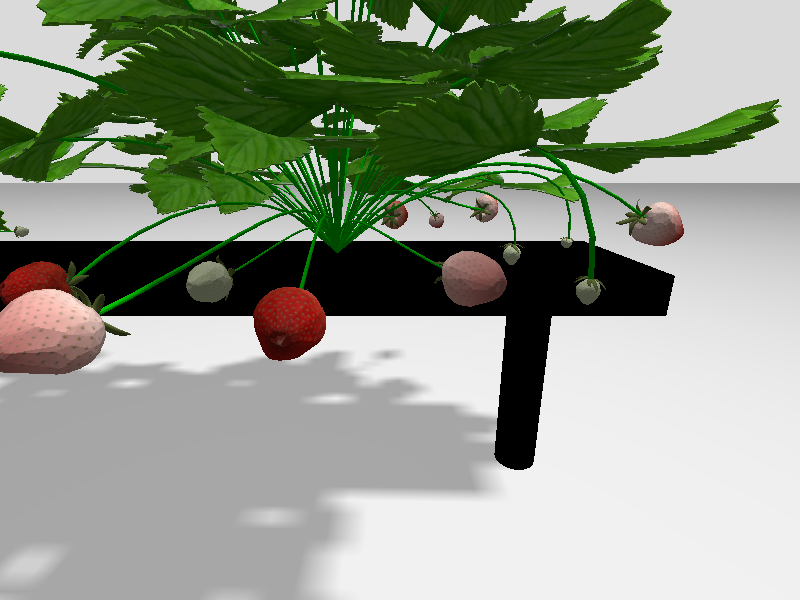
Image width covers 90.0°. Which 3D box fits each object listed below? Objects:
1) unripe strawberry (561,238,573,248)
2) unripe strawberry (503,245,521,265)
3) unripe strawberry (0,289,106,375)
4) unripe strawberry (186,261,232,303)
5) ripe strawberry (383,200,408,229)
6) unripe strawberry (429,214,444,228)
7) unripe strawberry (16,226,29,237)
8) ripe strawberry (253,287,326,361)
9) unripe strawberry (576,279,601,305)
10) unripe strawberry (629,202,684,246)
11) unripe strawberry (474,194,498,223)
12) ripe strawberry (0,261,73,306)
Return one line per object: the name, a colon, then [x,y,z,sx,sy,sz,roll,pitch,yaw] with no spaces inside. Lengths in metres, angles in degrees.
unripe strawberry: [0.154,-0.053,0.370,0.010,0.010,0.009,-2,18,-5]
unripe strawberry: [0.082,-0.033,0.295,0.012,0.015,0.015,8,19,22]
unripe strawberry: [-0.123,0.012,0.137,0.033,0.028,0.033,5,19,16]
unripe strawberry: [-0.105,-0.009,0.217,0.022,0.023,0.023,6,19,18]
ripe strawberry: [-0.004,-0.105,0.492,0.030,0.034,0.033,6,18,18]
unripe strawberry: [0.046,-0.099,0.501,0.019,0.017,0.019,11,-26,31]
unripe strawberry: [-0.415,-0.075,0.440,0.011,0.011,0.011,17,24,42]
ripe strawberry: [-0.042,0.010,0.150,0.027,0.028,0.029,-1,18,-3]
unripe strawberry: [0.081,-0.004,0.172,0.011,0.011,0.010,-13,22,-34]
unripe strawberry: [0.241,-0.069,0.372,0.046,0.039,0.045,20,15,-11]
unripe strawberry: [0.122,-0.127,0.555,0.033,0.038,0.036,14,22,37]
ripe strawberry: [-0.174,-0.004,0.191,0.024,0.027,0.026,12,22,33]
